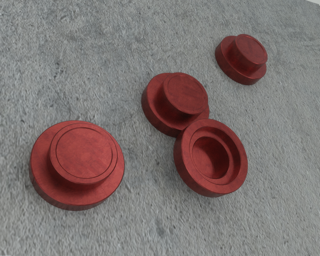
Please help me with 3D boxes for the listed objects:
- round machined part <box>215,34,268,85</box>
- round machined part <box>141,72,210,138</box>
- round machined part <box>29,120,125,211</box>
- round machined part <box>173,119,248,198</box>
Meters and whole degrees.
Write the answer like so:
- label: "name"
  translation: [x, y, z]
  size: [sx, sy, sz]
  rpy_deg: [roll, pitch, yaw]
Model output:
- label: "round machined part"
  translation: [0.151, -0.128, 0.552]
  size: [0.099, 0.042, 0.098]
  rpy_deg: [14, 56, -21]
- label: "round machined part"
  translation: [0.027, -0.038, 0.431]
  size: [0.099, 0.042, 0.098]
  rpy_deg: [14, 56, -21]
- label: "round machined part"
  translation: [-0.084, 0.034, 0.327]
  size: [0.099, 0.042, 0.098]
  rpy_deg: [14, 56, -21]
- label: "round machined part"
  translation: [0.060, 0.041, 0.396]
  size: [0.099, 0.042, 0.098]
  rpy_deg: [12, 62, -23]
